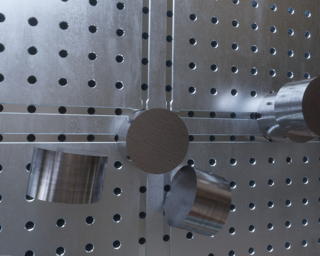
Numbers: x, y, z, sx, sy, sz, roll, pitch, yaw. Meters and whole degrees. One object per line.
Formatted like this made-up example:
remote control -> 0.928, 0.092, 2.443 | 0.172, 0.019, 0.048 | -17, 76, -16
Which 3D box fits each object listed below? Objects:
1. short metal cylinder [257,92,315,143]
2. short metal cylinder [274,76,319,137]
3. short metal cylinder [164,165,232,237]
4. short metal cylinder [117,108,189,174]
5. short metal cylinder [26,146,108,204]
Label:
short metal cylinder -> 0.197, -0.018, 0.472 | 0.081, 0.050, 0.079 | 0, 90, -20
short metal cylinder -> 0.206, -0.028, 0.422 | 0.081, 0.050, 0.079 | 0, 90, -20
short metal cylinder -> 0.047, 0.094, 0.401 | 0.050, 0.080, 0.080 | 22, 83, -19
short metal cylinder -> -0.010, 0.016, 0.396 | 0.081, 0.050, 0.079 | 0, 90, -20
short metal cylinder -> -0.102, 0.050, 0.346 | 0.081, 0.080, 0.050 | 10, 87, -20
